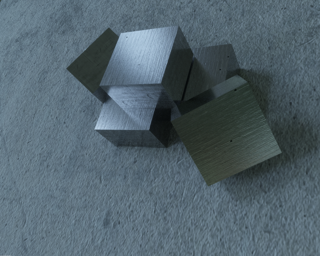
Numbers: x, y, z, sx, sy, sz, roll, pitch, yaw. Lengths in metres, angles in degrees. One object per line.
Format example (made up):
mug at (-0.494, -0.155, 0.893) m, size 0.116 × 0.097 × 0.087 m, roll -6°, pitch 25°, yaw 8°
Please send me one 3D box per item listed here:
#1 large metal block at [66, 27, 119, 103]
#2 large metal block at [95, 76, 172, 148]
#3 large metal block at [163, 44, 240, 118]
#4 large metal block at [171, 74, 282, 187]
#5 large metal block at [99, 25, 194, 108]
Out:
large metal block at (-0.078, -0.086, 0.453) m, size 0.050 × 0.080 × 0.080 m, roll 44°, pitch 86°, yaw 6°
large metal block at (-0.029, -0.021, 0.413) m, size 0.080 × 0.050 × 0.080 m, roll 0°, pitch 62°, yaw 28°
large metal block at (0.052, -0.056, 0.396) m, size 0.080 × 0.050 × 0.080 m, roll 0°, pitch 62°, yaw 28°
large metal block at (0.066, 0.001, 0.325) m, size 0.080 × 0.080 × 0.050 m, roll -27°, pitch 15°, yaw 10°
large metal block at (-0.014, -0.070, 0.371) m, size 0.080 × 0.050 × 0.080 m, roll 2°, pitch 63°, yaw 29°
